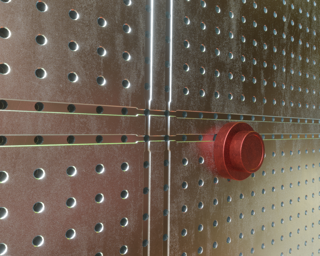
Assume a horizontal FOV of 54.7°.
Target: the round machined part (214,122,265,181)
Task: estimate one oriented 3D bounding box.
[{"bbox_3d":[0.137,0.038,0.513,0.099,0.042,0.097,0,90,-40],"label":"round machined part"}]
